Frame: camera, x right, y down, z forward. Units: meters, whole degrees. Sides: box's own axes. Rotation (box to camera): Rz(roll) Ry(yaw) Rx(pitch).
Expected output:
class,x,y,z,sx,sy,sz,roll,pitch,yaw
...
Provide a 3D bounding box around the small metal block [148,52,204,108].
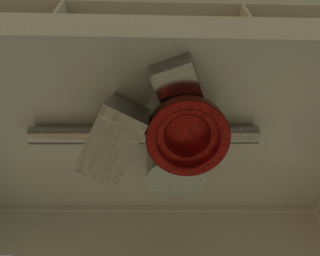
class,x,y,z,sx,sy,sz,roll,pitch,yaw
small metal block,0.019,-0.054,0.362,0.050,0.025,0.050,-16,129,13

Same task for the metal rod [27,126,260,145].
class,x,y,z,sx,sy,sz,roll,pitch,yaw
metal rod,-0.021,0.009,0.413,0.302,0.025,0.025,0,130,-1

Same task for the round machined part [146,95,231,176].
class,x,y,z,sx,sy,sz,roll,pitch,yaw
round machined part,0.033,0.006,0.377,0.099,0.042,0.097,0,113,0

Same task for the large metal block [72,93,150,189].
class,x,y,z,sx,sy,sz,roll,pitch,yaw
large metal block,-0.053,0.011,0.360,0.050,0.080,0.080,26,103,-7

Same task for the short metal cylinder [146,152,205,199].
class,x,y,z,sx,sy,sz,roll,pitch,yaw
short metal cylinder,0.021,0.056,0.437,0.081,0.050,0.079,0,130,0
